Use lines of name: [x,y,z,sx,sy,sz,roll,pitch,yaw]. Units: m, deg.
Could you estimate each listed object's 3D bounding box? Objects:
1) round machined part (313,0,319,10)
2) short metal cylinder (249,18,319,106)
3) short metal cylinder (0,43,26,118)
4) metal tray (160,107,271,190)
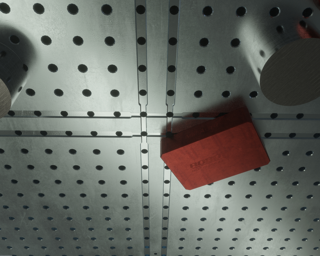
round machined part: [0.196,-0.140,0.283,0.099,0.042,0.097,0,130,0]
short metal cylinder: [0.143,-0.071,0.336,0.081,0.050,0.079,0,130,0]
short metal cylinder: [-0.200,-0.054,0.348,0.081,0.050,0.079,0,130,0]
metal tray: [0.077,0.034,0.438,0.130,0.030,0.090,-23,127,18]
